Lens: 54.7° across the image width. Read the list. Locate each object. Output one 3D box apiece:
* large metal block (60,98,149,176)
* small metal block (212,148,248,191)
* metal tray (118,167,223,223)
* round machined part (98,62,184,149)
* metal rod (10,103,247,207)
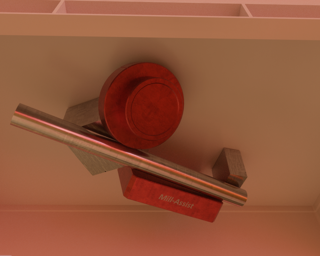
[{"bbox_3d":[-0.067,0.008,0.396,0.080,0.050,0.080,-18,128,14],"label":"large metal block"},{"bbox_3d":[0.099,0.066,0.448,0.025,0.050,0.050,11,129,-10],"label":"small metal block"},{"bbox_3d":[0.011,0.080,0.428,0.131,0.090,0.030,20,100,-18],"label":"metal tray"},{"bbox_3d":[-0.014,-0.023,0.342,0.099,0.042,0.097,-7,104,-28],"label":"round machined part"},{"bbox_3d":[-0.020,0.040,0.374,0.302,0.025,0.025,23,126,-19],"label":"metal rod"}]
